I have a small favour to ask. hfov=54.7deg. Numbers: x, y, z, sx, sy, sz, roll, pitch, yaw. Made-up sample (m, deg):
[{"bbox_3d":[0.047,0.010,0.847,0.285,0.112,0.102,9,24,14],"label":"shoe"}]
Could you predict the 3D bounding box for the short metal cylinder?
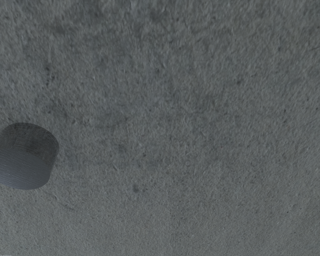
[{"bbox_3d":[-0.185,0.039,0.421,0.081,0.050,0.079,0,130,0],"label":"short metal cylinder"}]
